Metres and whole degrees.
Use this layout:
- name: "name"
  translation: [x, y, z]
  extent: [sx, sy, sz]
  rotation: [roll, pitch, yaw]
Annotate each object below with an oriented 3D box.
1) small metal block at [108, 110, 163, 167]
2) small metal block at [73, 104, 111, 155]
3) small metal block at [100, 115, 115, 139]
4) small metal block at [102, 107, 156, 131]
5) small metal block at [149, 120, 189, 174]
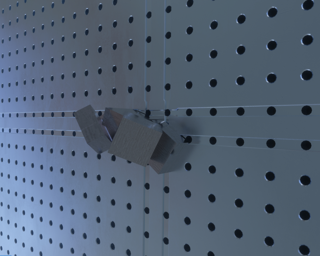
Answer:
- name: "small metal block"
  translation: [-0.030, 0.013, 0.381]
  extent: [0.050, 0.025, 0.050]
  rotation: [22, 109, -9]
- name: "small metal block"
  translation: [-0.091, 0.003, 0.429]
  extent: [0.025, 0.050, 0.050]
  rotation: [-28, 68, -4]
- name: "small metal block"
  translation: [-0.074, 0.005, 0.468]
  extent: [0.050, 0.025, 0.050]
  rotation: [-24, 75, 37]
- name: "small metal block"
  translation: [-0.042, -0.008, 0.426]
  extent: [0.050, 0.050, 0.025]
  rotation: [24, 105, 37]
- name: "small metal block"
  translation: [0.001, 0.024, 0.407]
  extent: [0.050, 0.025, 0.050]
  rotation: [43, 116, 31]
